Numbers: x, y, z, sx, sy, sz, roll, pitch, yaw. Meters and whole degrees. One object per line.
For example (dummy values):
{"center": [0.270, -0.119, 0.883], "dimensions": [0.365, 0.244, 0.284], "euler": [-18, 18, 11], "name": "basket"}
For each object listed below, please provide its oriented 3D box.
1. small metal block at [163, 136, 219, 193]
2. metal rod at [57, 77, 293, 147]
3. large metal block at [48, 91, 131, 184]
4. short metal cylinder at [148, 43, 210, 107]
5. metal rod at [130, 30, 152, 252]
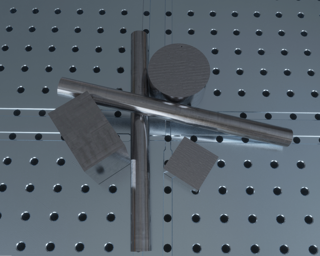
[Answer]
{"center": [0.039, 0.047, 0.396], "dimensions": [0.050, 0.025, 0.050], "euler": [32, 73, 10], "name": "small metal block"}
{"center": [0.023, -0.019, 0.399], "dimensions": [0.302, 0.025, 0.025], "euler": [12, 70, -4], "name": "metal rod"}
{"center": [-0.081, 0.015, 0.375], "dimensions": [0.050, 0.080, 0.080], "euler": [-33, 74, -11], "name": "large metal block"}
{"center": [0.025, -0.067, 0.423], "dimensions": [0.081, 0.050, 0.080], "euler": [0, 70, 0], "name": "short metal cylinder"}
{"center": [-0.026, 0.003, 0.410], "dimensions": [0.025, 0.025, 0.299], "euler": [-1, 70, -1], "name": "metal rod"}
